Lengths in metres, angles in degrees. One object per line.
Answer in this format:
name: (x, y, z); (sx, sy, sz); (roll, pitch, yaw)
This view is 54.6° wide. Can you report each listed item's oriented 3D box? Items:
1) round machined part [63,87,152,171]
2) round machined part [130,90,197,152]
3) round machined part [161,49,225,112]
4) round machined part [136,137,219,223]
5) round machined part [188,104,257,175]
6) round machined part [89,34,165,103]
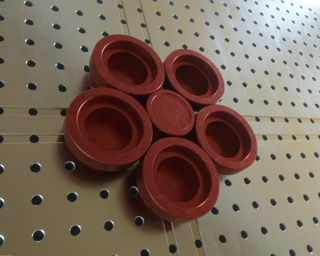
round machined part: (-0.062, 0.005, 0.360); (0.099, 0.042, 0.098); (13, 56, -21)
round machined part: (0.006, -0.011, 0.406); (0.099, 0.042, 0.098); (13, 56, -21)
round machined part: (0.043, -0.065, 0.459); (0.099, 0.042, 0.098); (13, 56, -21)
round machined part: (0.017, 0.063, 0.367); (0.099, 0.042, 0.098); (13, 56, -21)
round machined part: (0.081, 0.019, 0.428); (0.099, 0.042, 0.098); (13, 56, -21)
round machined part: (-0.047, -0.074, 0.417); (0.099, 0.042, 0.098); (13, 56, -21)
